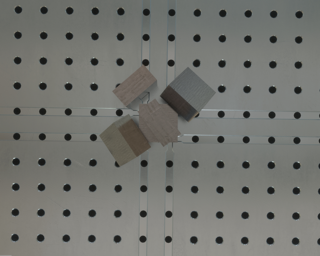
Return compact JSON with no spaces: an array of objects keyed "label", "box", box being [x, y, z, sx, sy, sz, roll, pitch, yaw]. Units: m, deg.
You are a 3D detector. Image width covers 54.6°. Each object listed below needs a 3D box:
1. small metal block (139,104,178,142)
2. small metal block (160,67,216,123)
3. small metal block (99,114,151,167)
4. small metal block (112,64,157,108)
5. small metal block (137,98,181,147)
[{"label":"small metal block","box":[-0.002,-0.006,0.413,0.050,0.025,0.050,1,90,-1]},{"label":"small metal block","box":[0.037,-0.044,0.400,0.050,0.025,0.050,43,50,0]},{"label":"small metal block","box":[-0.046,0.017,0.398,0.025,0.050,0.050,-34,90,-37]},{"label":"small metal block","box":[-0.031,-0.052,0.401,0.050,0.050,0.025,-41,90,0]},{"label":"small metal block","box":[-0.001,-0.006,0.376,0.025,0.050,0.050,-36,91,-1]}]
